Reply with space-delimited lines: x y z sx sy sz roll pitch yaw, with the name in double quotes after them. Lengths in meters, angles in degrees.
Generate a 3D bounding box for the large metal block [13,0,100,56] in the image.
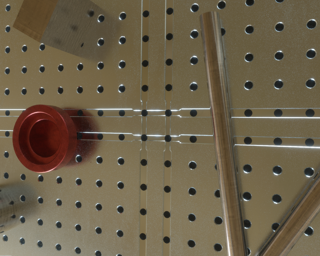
-0.141 -0.156 0.432 0.050 0.080 0.080 31 100 17 "large metal block"

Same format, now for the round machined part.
-0.165 0.015 0.460 0.098 0.042 0.097 0 90 19 "round machined part"

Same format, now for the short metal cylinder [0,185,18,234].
-0.278 0.135 0.495 0.080 0.050 0.079 0 90 19 "short metal cylinder"

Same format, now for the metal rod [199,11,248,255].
0.078 0.006 0.384 0.025 0.025 0.298 -7 88 19 "metal rod"

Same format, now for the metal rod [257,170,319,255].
0.145 0.128 0.361 0.025 0.025 0.299 34 101 16 "metal rod"
